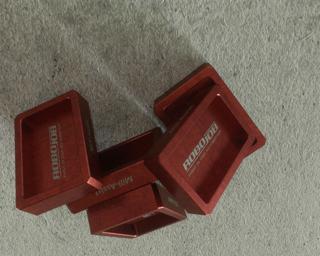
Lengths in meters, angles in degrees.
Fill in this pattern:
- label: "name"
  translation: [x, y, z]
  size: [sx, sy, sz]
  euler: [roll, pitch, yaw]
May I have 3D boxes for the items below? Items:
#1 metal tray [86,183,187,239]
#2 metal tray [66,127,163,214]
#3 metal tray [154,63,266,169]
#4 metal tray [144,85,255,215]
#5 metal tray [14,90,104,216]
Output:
- label: "metal tray"
  translation: [-0.024, 0.113, 0.406]
  size: [0.090, 0.130, 0.030]
  euler: [-23, 64, 8]
- label: "metal tray"
  translation: [-0.053, 0.050, 0.394]
  size: [0.130, 0.090, 0.030]
  euler: [-23, 109, 8]
- label: "metal tray"
  translation: [0.065, -0.007, 0.406]
  size: [0.090, 0.030, 0.130]
  euler: [-37, 107, 12]
- label: "metal tray"
  translation: [0.052, 0.023, 0.361]
  size: [0.090, 0.030, 0.130]
  euler: [50, 58, -16]
- label: "metal tray"
  translation: [-0.124, 0.026, 0.368]
  size: [0.090, 0.130, 0.030]
  euler: [-23, 147, 7]
